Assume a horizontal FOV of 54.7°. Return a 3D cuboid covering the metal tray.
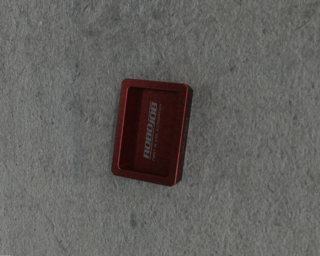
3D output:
[{"bbox_3d":[-0.011,0.004,0.409,0.090,0.030,0.129,8,93,19],"label":"metal tray"}]
